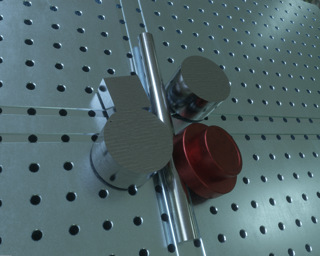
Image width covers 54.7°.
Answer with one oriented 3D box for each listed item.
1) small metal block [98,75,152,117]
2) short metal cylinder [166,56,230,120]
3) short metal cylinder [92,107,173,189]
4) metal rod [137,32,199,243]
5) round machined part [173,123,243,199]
[{"bbox_3d":[-0.046,-0.039,0.402,0.050,0.025,0.050,-12,68,-33],"label":"small metal block"},{"bbox_3d":[0.054,-0.058,0.451,0.081,0.050,0.080,14,56,-21],"label":"short metal cylinder"},{"bbox_3d":[-0.032,0.023,0.355,0.081,0.050,0.080,14,56,-21],"label":"short metal cylinder"},{"bbox_3d":[0.004,-0.006,0.409,0.025,0.025,0.299,3,60,-27],"label":"metal rod"},{"bbox_3d":[0.066,0.036,0.391,0.098,0.042,0.098,27,45,-31],"label":"round machined part"}]
